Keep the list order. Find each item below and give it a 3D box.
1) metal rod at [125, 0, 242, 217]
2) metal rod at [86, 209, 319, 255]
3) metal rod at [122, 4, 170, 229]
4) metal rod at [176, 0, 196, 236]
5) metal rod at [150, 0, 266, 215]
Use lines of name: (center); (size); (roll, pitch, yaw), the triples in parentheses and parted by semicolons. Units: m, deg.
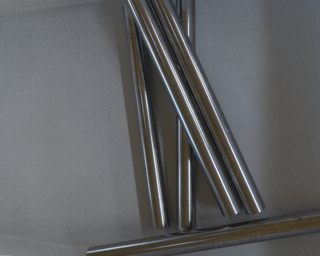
metal rod: (0.025, -0.036, 0.372); (0.025, 0.025, 0.299); (-24, 90, 18)
metal rod: (0.056, 0.132, 0.368); (0.301, 0.025, 0.025); (-13, 86, 11)
metal rod: (-0.019, -0.018, 0.416); (0.025, 0.025, 0.298); (-9, 87, 19)
metal rod: (0.033, -0.014, 0.398); (0.025, 0.025, 0.298); (0, 90, 19)
metal rod: (0.053, -0.038, 0.371); (0.025, 0.025, 0.299); (-24, 90, 18)
